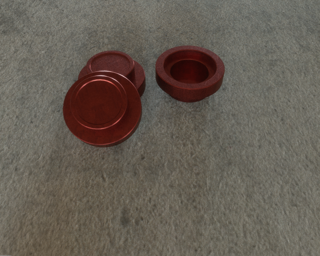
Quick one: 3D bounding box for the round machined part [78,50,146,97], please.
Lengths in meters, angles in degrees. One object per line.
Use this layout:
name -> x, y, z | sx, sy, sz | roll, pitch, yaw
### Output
round machined part -> -0.071, -0.077, 0.456 | 0.099, 0.042, 0.098 | 0, 50, 0

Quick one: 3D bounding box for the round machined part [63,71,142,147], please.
round machined part -> -0.073, -0.027, 0.389 | 0.099, 0.042, 0.098 | 0, 77, 0

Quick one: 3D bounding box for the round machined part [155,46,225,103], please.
round machined part -> 0.043, -0.075, 0.456 | 0.099, 0.042, 0.098 | 0, 50, 0
